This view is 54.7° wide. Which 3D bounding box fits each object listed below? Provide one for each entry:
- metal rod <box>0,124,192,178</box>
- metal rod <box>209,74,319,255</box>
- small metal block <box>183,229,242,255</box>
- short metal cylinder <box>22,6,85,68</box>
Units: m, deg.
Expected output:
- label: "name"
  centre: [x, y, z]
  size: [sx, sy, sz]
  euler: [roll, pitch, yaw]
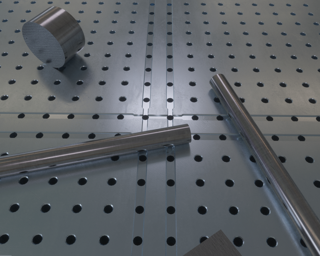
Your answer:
- label: "metal rod"
  centre: [-0.110, 0.032, 0.379]
  size: [0.302, 0.025, 0.025]
  euler: [-10, 51, -9]
- label: "metal rod"
  centre: [0.130, 0.038, 0.376]
  size: [0.025, 0.025, 0.300]
  euler: [-13, 51, -11]
- label: "small metal block"
  centre: [0.053, 0.135, 0.294]
  size: [0.050, 0.025, 0.050]
  euler: [-27, 55, -21]
- label: "short metal cylinder"
  centre: [-0.167, -0.143, 0.491]
  size: [0.080, 0.080, 0.050]
  euler: [22, 54, 17]
